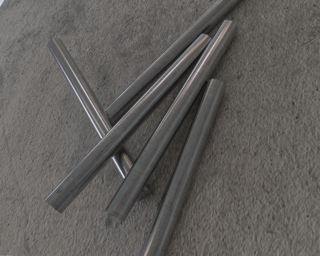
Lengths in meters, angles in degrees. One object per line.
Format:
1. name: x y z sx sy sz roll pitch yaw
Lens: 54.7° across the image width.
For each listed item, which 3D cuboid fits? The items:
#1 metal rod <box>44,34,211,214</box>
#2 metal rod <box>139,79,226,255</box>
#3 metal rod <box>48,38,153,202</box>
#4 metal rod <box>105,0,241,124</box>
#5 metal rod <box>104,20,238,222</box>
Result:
1. metal rod: -0.026 -0.019 0.394 0.025 0.025 0.301 25 64 37
2. metal rod: 0.017 0.074 0.349 0.025 0.025 0.300 10 67 32
3. metal rod: -0.095 -0.028 0.436 0.025 0.025 0.300 -37 62 4
4. metal rod: 0.027 -0.116 0.460 0.300 0.025 0.025 -45 51 -3
5. metal rod: 0.025 -0.024 0.386 0.025 0.025 0.300 17 64 34
